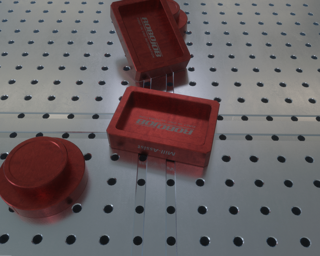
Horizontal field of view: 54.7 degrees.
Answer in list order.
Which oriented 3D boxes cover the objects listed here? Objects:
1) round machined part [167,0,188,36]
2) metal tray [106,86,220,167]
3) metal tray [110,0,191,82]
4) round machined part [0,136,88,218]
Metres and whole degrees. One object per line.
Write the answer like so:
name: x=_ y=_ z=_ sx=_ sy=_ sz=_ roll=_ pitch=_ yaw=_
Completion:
round machined part: x=0.001 y=-0.202 z=0.566 sx=0.099 sy=0.042 sz=0.098 roll=0 pitch=50 yaw=0
metal tray: x=0.007 y=-0.006 z=0.408 sx=0.131 sy=0.030 sz=0.090 roll=11 pitch=51 yaw=9
metal tray: x=-0.017 y=-0.147 z=0.494 sx=0.091 sy=0.030 sz=0.130 roll=-18 pitch=76 yaw=-15
round machined part: x=-0.136 y=0.048 z=0.355 sx=0.099 sy=0.042 sz=0.098 roll=0 pitch=50 yaw=0
